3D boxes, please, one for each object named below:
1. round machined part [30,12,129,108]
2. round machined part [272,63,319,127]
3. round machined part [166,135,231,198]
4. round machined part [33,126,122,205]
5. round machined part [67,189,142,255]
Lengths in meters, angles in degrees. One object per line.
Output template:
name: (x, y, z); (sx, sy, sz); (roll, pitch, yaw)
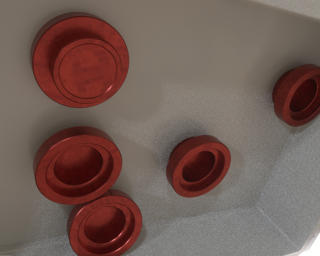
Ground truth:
round machined part: (-0.078, -0.064, 0.317); (0.099, 0.042, 0.097); (-14, 125, -21)
round machined part: (0.217, -0.054, 0.486); (0.099, 0.042, 0.097); (-14, 125, -21)
round machined part: (0.053, 0.052, 0.461); (0.099, 0.042, 0.097); (-14, 125, -21)
round machined part: (-0.099, 0.040, 0.369); (0.099, 0.042, 0.097); (-14, 125, -21)
round machined part: (-0.078, 0.128, 0.426); (0.099, 0.042, 0.097); (-7, 107, -23)
